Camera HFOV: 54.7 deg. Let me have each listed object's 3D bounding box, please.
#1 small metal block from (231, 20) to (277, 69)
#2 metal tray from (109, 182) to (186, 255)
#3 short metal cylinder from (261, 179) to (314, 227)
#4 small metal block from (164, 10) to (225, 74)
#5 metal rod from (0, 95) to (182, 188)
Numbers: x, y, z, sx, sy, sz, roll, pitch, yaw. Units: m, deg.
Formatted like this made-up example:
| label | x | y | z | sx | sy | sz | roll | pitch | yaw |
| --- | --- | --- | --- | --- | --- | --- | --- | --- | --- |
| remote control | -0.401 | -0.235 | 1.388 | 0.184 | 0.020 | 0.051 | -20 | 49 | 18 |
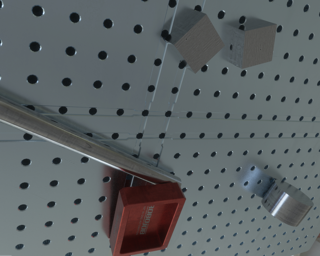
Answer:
| label | x | y | z | sx | sy | sz | roll | pitch | yaw |
| --- | --- | --- | --- | --- | --- | --- | --- | --- | --- |
| small metal block | 0.124 | -0.111 | 0.412 | 0.050 | 0.025 | 0.050 | -17 | 126 | -19 |
| metal tray | -0.022 | 0.140 | 0.465 | 0.091 | 0.030 | 0.129 | -1 | 128 | -22 |
| short metal cylinder | 0.248 | 0.145 | 0.604 | 0.081 | 0.080 | 0.050 | 15 | 110 | -35 |
| small metal block | 0.042 | -0.103 | 0.372 | 0.050 | 0.025 | 0.050 | -44 | 130 | 2 |
| metal rod | -0.078 | 0.028 | 0.386 | 0.301 | 0.025 | 0.025 | 30 | 102 | -38 |
